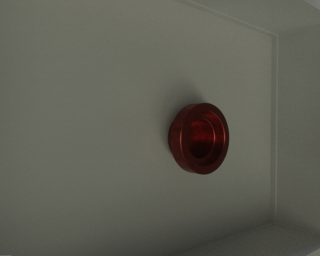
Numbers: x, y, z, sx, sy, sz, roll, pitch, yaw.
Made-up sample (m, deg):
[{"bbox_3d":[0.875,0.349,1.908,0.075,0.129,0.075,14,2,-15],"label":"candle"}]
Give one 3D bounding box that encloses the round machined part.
[{"bbox_3d":[0.050,0.014,0.436,0.099,0.042,0.097,0,90,-40],"label":"round machined part"}]
